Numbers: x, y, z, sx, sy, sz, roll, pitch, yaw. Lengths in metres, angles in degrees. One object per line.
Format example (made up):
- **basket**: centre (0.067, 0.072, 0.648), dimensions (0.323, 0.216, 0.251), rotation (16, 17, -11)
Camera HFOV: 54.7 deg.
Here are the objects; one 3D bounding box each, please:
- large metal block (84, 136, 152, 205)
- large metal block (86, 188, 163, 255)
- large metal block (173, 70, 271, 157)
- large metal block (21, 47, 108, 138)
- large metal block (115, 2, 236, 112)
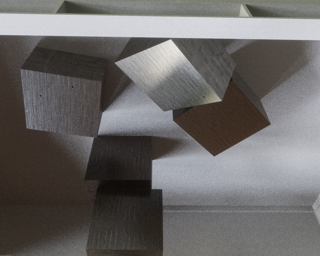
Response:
- **large metal block**: centre (-0.051, 0.056, 0.420), dimensions (0.081, 0.080, 0.050), rotation (0, 130, -1)
- **large metal block**: centre (-0.038, 0.120, 0.370), dimensions (0.081, 0.080, 0.050), rotation (2, 130, -2)
- **large metal block**: centre (0.072, -0.023, 0.375), dimensions (0.080, 0.050, 0.080), rotation (-34, 123, 25)
- **large metal block**: centre (-0.107, -0.040, 0.357), dimensions (0.081, 0.050, 0.079), rotation (8, 130, -8)
- **large metal block**: centre (0.016, -0.066, 0.315), dimensions (0.080, 0.050, 0.080), rotation (-8, 138, 46)
